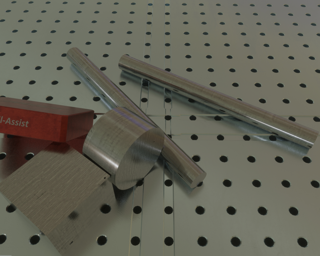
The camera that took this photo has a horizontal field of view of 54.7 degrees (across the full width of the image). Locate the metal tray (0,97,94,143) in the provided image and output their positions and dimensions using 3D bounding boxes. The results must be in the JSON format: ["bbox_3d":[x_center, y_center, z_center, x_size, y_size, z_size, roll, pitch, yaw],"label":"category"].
[{"bbox_3d":[-0.158,-0.013,0.379,0.131,0.030,0.090,9,8,7],"label":"metal tray"}]

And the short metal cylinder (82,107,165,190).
[{"bbox_3d":[-0.040,0.023,0.352,0.050,0.080,0.080,32,57,25],"label":"short metal cylinder"}]

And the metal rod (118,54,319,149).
[{"bbox_3d":[0.069,-0.045,0.446,0.301,0.025,0.025,25,54,19],"label":"metal rod"}]

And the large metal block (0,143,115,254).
[{"bbox_3d":[-0.108,0.069,0.332,0.080,0.050,0.080,32,57,23],"label":"large metal block"}]

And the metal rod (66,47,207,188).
[{"bbox_3d":[-0.048,-0.030,0.432,0.025,0.025,0.300,-31,57,-24],"label":"metal rod"}]
